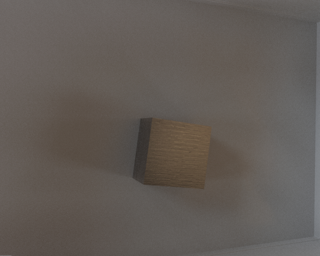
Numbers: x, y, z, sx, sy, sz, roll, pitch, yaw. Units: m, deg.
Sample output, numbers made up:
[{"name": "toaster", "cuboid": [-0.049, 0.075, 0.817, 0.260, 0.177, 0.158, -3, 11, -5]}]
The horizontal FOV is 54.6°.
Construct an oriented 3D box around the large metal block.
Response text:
[{"name": "large metal block", "cuboid": [0.015, 0.032, 0.402, 0.081, 0.050, 0.080, 8, 87, -20]}]
